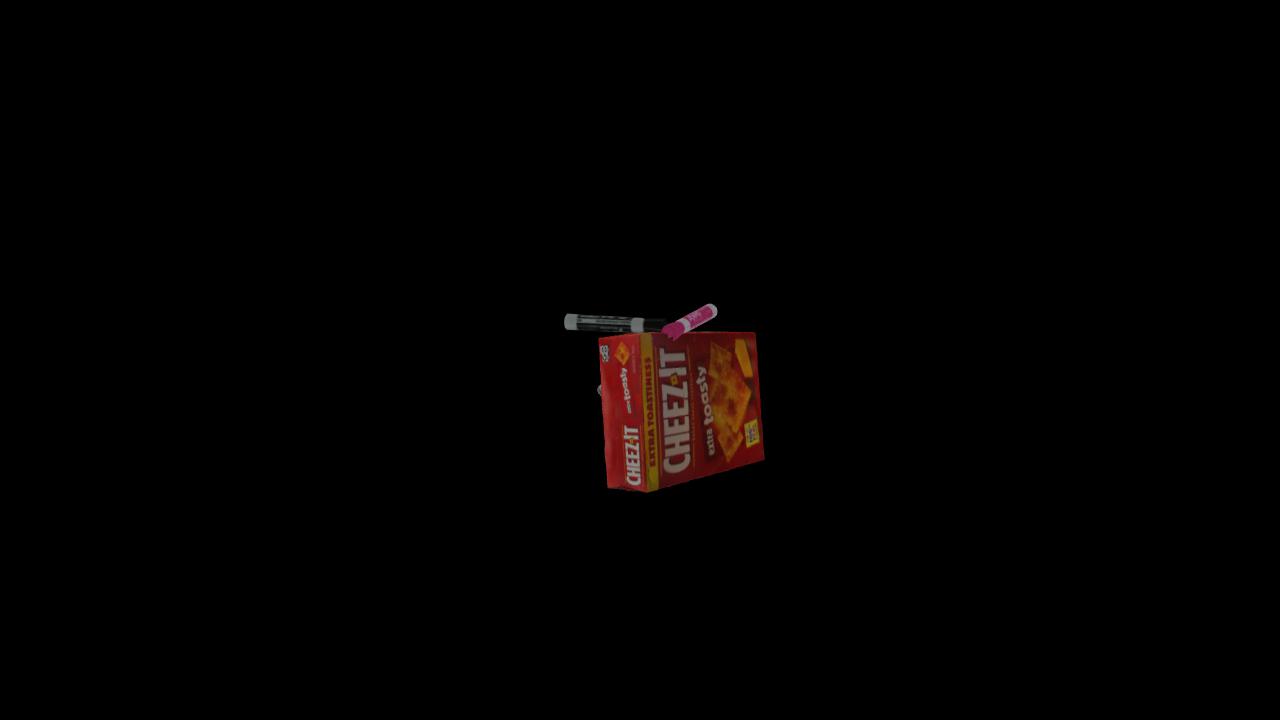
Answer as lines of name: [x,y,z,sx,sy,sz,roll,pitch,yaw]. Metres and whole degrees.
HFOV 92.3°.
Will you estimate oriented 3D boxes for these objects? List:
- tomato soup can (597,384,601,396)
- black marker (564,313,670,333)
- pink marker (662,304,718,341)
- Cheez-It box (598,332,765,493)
tomato soup can: [0.003,0.019,0.756,0.068,0.101,0.068,40,3,-3]
black marker: [-0.025,-0.040,0.685,0.121,0.020,0.020,4,1,16]
pink marker: [0.057,-0.043,0.698,0.020,0.020,0.121,0,16,29]
Cheez-It box: [0.055,0.050,0.715,0.071,0.166,0.223,-5,-1,44]
